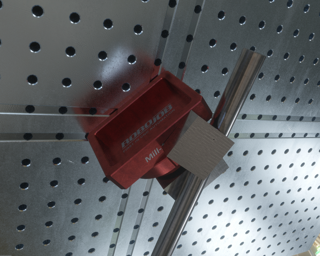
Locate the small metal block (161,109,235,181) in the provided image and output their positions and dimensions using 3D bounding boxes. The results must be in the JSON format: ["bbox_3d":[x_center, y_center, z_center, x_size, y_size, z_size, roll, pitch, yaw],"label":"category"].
[{"bbox_3d":[0.038,0.018,0.318,0.050,0.025,0.050,35,97,-20],"label":"small metal block"}]

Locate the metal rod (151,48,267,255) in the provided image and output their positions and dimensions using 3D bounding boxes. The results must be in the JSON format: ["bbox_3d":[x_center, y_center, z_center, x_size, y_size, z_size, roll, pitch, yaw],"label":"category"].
[{"bbox_3d":[0.047,0.053,0.367,0.025,0.025,0.298,7,115,-32],"label":"metal rod"}]

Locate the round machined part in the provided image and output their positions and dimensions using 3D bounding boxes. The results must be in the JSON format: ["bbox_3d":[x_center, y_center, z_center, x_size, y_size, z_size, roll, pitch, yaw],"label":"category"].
[{"bbox_3d":[-0.002,0.020,0.382,0.098,0.098,0.042,-41,130,-1],"label":"round machined part"}]

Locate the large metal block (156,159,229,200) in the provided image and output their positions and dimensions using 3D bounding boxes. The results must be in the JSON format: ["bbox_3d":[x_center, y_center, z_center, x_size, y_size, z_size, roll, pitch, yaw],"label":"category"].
[{"bbox_3d":[0.030,0.043,0.417,0.080,0.080,0.050,-40,130,-1],"label":"large metal block"}]

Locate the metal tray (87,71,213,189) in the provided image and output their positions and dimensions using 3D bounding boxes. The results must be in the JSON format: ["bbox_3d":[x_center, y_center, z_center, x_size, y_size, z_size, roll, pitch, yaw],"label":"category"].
[{"bbox_3d":[-0.016,-0.002,0.360,0.130,0.090,0.030,-40,130,-2],"label":"metal tray"}]
